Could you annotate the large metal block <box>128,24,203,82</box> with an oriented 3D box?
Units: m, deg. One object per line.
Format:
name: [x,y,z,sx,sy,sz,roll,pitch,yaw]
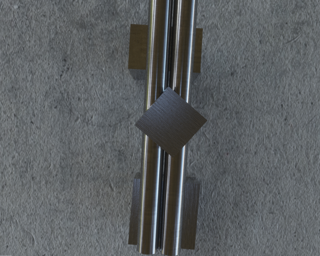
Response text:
large metal block: [0.006,-0.089,0.384,0.080,0.080,0.050,3,90,0]

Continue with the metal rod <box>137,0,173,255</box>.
metal rod: [-0.006,-0.008,0.338,0.025,0.025,0.298,3,97,0]

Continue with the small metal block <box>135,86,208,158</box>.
small metal block: [0.011,-0.007,0.314,0.050,0.025,0.050,41,95,-6]

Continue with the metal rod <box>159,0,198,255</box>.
metal rod: [0.020,-0.007,0.338,0.025,0.025,0.298,3,97,0]

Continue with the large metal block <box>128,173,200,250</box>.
large metal block: [0.005,0.104,0.398,0.080,0.050,0.080,5,90,0]
